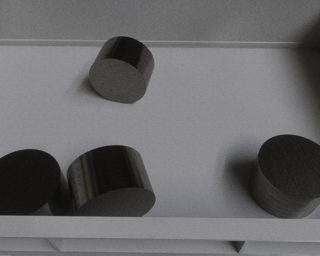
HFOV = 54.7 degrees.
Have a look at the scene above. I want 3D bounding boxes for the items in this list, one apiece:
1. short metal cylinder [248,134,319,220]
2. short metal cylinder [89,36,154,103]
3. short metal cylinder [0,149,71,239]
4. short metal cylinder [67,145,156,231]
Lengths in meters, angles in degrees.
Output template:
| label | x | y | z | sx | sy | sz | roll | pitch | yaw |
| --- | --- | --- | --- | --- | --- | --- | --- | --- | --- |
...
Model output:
| label | x | y | z | sx | sy | sz | roll | pitch | yaw |
| --- | --- | --- | --- | --- | --- | --- | --- | --- | --- |
| short metal cylinder | 0.144 | 0.054 | 0.344 | 0.080 | 0.050 | 0.080 | 0 | 50 | 0 |
| short metal cylinder | -0.053 | -0.081 | 0.437 | 0.080 | 0.080 | 0.050 | 9 | 51 | 7 |
| short metal cylinder | -0.141 | 0.069 | 0.329 | 0.080 | 0.050 | 0.080 | 0 | 50 | 0 |
| short metal cylinder | -0.050 | 0.062 | 0.317 | 0.081 | 0.080 | 0.050 | -14 | 52 | -12 |
